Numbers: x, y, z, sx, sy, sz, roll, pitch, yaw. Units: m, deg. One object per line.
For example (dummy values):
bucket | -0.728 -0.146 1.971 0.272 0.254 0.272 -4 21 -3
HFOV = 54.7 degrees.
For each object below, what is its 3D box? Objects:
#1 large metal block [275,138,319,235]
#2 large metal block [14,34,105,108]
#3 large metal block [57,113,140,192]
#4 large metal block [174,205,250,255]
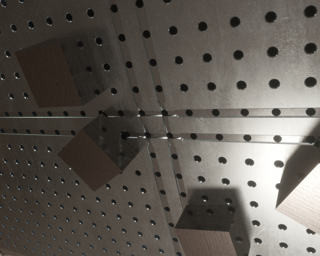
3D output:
large metal block | 0.188 0.071 0.340 0.080 0.050 0.079 30 128 9
large metal block | -0.133 -0.075 0.417 0.080 0.050 0.080 0 119 28
large metal block | -0.093 0.038 0.465 0.080 0.050 0.080 47 129 -6
large metal block | 0.078 0.161 0.452 0.080 0.050 0.080 -7 115 31
